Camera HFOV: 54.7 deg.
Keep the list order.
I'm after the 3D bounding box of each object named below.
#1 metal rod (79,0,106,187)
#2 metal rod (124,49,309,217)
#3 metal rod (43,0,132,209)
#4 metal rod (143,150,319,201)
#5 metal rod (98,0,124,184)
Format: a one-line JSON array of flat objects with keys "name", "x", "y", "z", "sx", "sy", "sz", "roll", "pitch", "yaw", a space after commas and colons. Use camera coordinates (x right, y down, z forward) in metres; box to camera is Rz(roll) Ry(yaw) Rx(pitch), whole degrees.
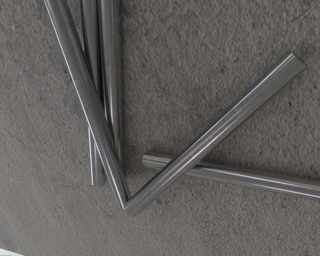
[{"name": "metal rod", "x": -0.091, "y": -0.035, "z": 0.433, "sx": 0.025, "sy": 0.025, "sz": 0.298, "roll": 17, "pitch": 125, "yaw": 18}, {"name": "metal rod", "x": 0.046, "y": 0.026, "z": 0.374, "sx": 0.025, "sy": 0.025, "sz": 0.299, "roll": 43, "pitch": 122, "yaw": -1}, {"name": "metal rod", "x": -0.086, "y": -0.016, "z": 0.408, "sx": 0.025, "sy": 0.025, "sz": 0.298, "roll": 0, "pitch": 119, "yaw": 28}, {"name": "metal rod", "x": 0.118, "y": 0.062, "z": 0.383, "sx": 0.301, "sy": 0.025, "sz": 0.025, "roll": 8, "pitch": 122, "yaw": 24}, {"name": "metal rod", "x": -0.063, "y": -0.039, "z": 0.415, "sx": 0.025, "sy": 0.025, "sz": 0.298, "roll": 16, "pitch": 125, "yaw": 19}]
